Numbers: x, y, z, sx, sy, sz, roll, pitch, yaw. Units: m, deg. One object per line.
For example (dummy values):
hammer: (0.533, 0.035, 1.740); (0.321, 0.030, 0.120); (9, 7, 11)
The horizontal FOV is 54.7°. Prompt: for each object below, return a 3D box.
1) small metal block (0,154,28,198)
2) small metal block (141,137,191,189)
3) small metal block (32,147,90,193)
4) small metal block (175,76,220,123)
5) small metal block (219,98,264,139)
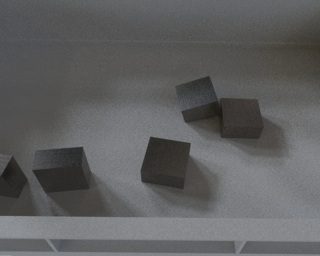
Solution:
small metal block: (-0.184, 0.052, 0.343); (0.050, 0.050, 0.025); (7, 51, 5)
small metal block: (0.008, 0.041, 0.371); (0.050, 0.025, 0.050); (9, 51, 7)
small metal block: (-0.108, 0.048, 0.347); (0.050, 0.050, 0.025); (-4, 50, -4)
small metal block: (0.052, -0.040, 0.431); (0.050, 0.025, 0.050); (-16, 50, 7)
small metal block: (0.107, -0.013, 0.418); (0.050, 0.025, 0.050); (2, 50, 1)
